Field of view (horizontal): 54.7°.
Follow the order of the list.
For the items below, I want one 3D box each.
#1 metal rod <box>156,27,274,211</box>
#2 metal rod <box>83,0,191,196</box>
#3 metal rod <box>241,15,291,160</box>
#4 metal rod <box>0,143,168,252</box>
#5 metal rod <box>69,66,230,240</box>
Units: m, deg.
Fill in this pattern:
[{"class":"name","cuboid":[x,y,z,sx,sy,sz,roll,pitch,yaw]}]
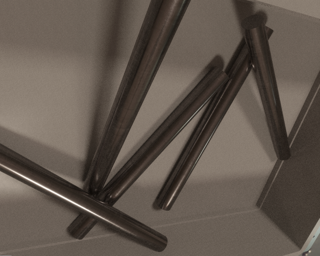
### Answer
[{"class":"metal rod","cuboid":[0.071,-0.005,0.446,0.025,0.025,0.298,15,110,-35]},{"class":"metal rod","cuboid":[-0.038,-0.009,0.306,0.025,0.025,0.298,-2,144,-28]},{"class":"metal rod","cuboid":[0.165,-0.036,0.457,0.025,0.025,0.300,-39,136,-3]},{"class":"metal rod","cuboid":[-0.097,0.092,0.387,0.025,0.025,0.301,-47,122,5]},{"class":"metal rod","cuboid":[-0.018,0.037,0.423,0.300,0.025,0.025,-48,129,5]}]
